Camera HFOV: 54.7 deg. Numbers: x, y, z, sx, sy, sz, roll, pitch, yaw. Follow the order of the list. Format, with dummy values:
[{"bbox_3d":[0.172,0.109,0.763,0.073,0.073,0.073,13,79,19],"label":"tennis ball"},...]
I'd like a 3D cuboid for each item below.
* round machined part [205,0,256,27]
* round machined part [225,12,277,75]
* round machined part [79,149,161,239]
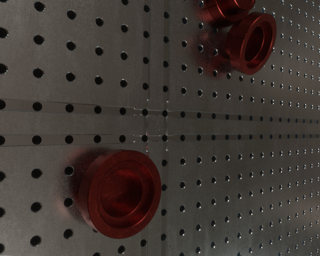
[{"bbox_3d":[0.118,-0.218,0.500,0.099,0.042,0.097,0,90,-40],"label":"round machined part"},{"bbox_3d":[0.144,-0.140,0.506,0.099,0.042,0.097,-27,132,-34],"label":"round machined part"},{"bbox_3d":[-0.049,0.073,0.359,0.099,0.042,0.097,0,90,-40],"label":"round machined part"}]
